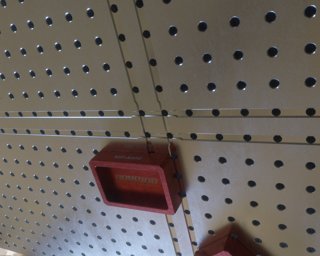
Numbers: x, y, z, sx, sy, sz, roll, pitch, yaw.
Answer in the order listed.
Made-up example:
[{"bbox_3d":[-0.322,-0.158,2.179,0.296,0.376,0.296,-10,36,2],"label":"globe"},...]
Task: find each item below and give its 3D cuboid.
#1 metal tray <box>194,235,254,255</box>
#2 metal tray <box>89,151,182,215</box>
[{"bbox_3d":[0.124,0.236,0.487,0.130,0.030,0.090,43,129,-2],"label":"metal tray"},{"bbox_3d":[-0.038,0.083,0.477,0.130,0.030,0.089,0,119,27],"label":"metal tray"}]
